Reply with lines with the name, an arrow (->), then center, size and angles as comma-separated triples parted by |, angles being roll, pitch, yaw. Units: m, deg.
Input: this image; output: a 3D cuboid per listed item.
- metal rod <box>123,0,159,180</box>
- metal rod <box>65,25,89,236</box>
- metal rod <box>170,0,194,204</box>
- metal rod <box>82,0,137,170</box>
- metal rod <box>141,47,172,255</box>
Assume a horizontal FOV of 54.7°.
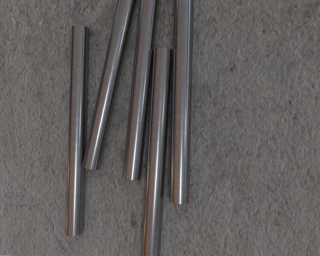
metal rod -> -0.023, -0.080, 0.416 | 0.025, 0.025, 0.298 | 7, 92, 19
metal rod -> -0.120, 0.004, 0.449 | 0.025, 0.025, 0.298 | 2, 91, 19
metal rod -> 0.028, -0.054, 0.398 | 0.025, 0.025, 0.298 | 2, 91, 19
metal rod -> -0.064, -0.089, 0.430 | 0.025, 0.025, 0.298 | 15, 95, 19
metal rod -> -0.005, 0.046, 0.409 | 0.025, 0.025, 0.298 | 4, 91, 19
